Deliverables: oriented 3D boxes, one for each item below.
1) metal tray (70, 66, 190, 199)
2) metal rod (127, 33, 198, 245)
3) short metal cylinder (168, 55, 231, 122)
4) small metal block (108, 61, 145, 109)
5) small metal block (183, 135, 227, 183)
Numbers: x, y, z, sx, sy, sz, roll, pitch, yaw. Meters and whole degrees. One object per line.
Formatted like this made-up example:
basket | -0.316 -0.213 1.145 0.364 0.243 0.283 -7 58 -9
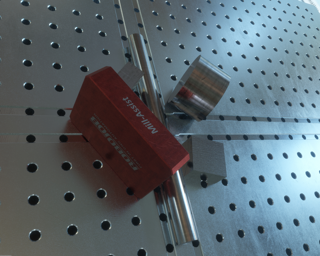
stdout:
metal tray | -0.039 0.008 0.341 0.130 0.090 0.030 48 51 5
metal rod | -0.004 -0.003 0.409 0.025 0.025 0.299 0 62 -29
short metal cylinder | 0.055 -0.056 0.438 0.050 0.080 0.080 33 51 -7
small metal block | -0.050 -0.049 0.395 0.025 0.050 0.050 36 51 -5
small metal block | 0.059 0.043 0.417 0.050 0.025 0.050 14 56 -21
